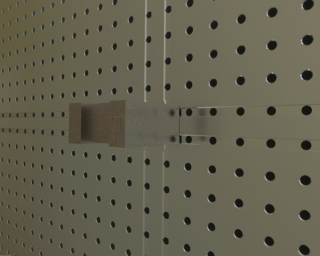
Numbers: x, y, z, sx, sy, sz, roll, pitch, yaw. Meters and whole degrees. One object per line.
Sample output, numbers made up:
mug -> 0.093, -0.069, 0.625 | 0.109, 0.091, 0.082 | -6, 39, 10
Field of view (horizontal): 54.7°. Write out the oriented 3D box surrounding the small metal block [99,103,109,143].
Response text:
small metal block -> -0.050, -0.006, 0.384 | 0.050, 0.025, 0.050 | 1, 91, 39

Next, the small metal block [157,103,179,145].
small metal block -> -0.001, -0.005, 0.391 | 0.025, 0.050, 0.050 | -1, 90, 40

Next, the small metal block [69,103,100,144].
small metal block -> -0.088, -0.006, 0.397 | 0.025, 0.050, 0.050 | 1, 90, 40

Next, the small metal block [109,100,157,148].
small metal block -> -0.029, -0.004, 0.348 | 0.025, 0.050, 0.050 | 1, 90, 40

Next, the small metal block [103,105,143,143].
small metal block -> -0.051, -0.005, 0.432 | 0.025, 0.050, 0.050 | 1, 91, 40
